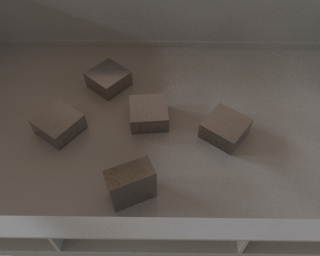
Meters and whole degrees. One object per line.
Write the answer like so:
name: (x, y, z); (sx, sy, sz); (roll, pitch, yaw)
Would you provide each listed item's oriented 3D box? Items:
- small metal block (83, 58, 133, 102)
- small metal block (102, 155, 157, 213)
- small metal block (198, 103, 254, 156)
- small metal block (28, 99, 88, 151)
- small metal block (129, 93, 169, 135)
small metal block: (-0.077, -0.074, 0.466); (0.050, 0.025, 0.050); (34, 58, 25)
small metal block: (-0.031, 0.061, 0.337); (0.050, 0.050, 0.025); (-18, 53, -15)
small metal block: (0.086, 0.000, 0.405); (0.050, 0.025, 0.050); (31, 57, 23)
small metal block: (-0.133, -0.005, 0.408); (0.050, 0.025, 0.050); (30, 56, 23)
small metal block: (-0.015, -0.020, 0.421); (0.050, 0.025, 0.050); (-3, 50, -3)
